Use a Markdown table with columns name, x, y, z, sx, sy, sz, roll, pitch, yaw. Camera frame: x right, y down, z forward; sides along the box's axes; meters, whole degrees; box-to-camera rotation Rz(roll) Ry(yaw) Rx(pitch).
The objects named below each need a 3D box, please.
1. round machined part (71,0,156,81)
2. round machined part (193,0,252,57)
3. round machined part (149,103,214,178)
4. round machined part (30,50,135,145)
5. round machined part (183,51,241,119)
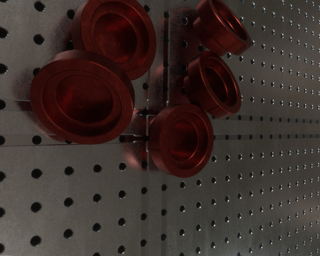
| name | x | y | z | sx | sy | sz | roll | pitch | yaw |
| --- | --- | --- | --- | --- | --- | --- | --- | --- | --- |
| round machined part | -0.055 | -0.100 | 0.353 | 0.099 | 0.042 | 0.097 | 0 | 90 | -40 |
| round machined part | 0.087 | -0.145 | 0.454 | 0.098 | 0.042 | 0.098 | 31 | 39 | -29 |
| round machined part | 0.024 | 0.016 | 0.419 | 0.099 | 0.042 | 0.097 | -2 | 94 | -39 |
| round machined part | -0.074 | -0.033 | 0.314 | 0.098 | 0.098 | 0.042 | 51 | 24 | -29 |
| round machined part | 0.072 | -0.058 | 0.446 | 0.098 | 0.042 | 0.098 | 26 | 51 | -38 |
